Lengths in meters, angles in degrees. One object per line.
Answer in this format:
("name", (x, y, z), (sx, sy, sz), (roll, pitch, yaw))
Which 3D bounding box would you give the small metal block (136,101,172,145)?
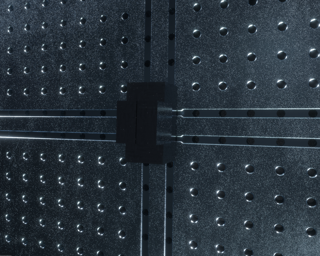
("small metal block", (-0.006, -0.006, 0.375), (0.025, 0.050, 0.050), (2, 91, 21))

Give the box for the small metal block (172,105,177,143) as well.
("small metal block", (-0.006, -0.007, 0.415), (0.050, 0.025, 0.050), (2, 91, 21))

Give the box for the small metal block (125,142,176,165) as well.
("small metal block", (-0.011, 0.031, 0.403), (0.050, 0.050, 0.025), (2, 91, 20))

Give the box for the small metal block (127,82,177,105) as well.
("small metal block", (-0.009, -0.044, 0.402), (0.050, 0.050, 0.025), (2, 91, 20))

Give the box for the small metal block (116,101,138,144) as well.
("small metal block", (-0.031, -0.007, 0.384), (0.025, 0.050, 0.050), (2, 91, 20))
